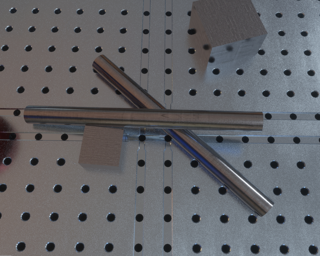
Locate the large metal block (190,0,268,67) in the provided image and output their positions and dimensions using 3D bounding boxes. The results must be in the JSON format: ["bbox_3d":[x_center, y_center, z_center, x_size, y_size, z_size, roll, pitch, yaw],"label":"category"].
[{"bbox_3d":[0.096,-0.145,0.453,0.081,0.050,0.080,-16,71,-6],"label":"large metal block"}]

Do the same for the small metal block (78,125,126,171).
[{"bbox_3d":[-0.074,0.026,0.401,0.050,0.025,0.050,5,70,1],"label":"small metal block"}]

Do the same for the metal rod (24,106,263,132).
[{"bbox_3d":[-0.027,-0.013,0.394,0.302,0.025,0.025,2,70,9],"label":"metal rod"}]

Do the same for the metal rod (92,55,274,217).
[{"bbox_3d":[0.022,0.002,0.411,0.300,0.025,0.025,42,75,13],"label":"metal rod"}]
